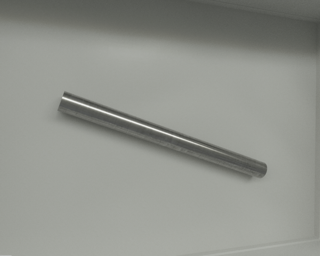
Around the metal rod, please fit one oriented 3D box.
[{"bbox_3d":[0.017,0.016,0.415,0.302,0.025,0.025,20,84,-19],"label":"metal rod"}]
